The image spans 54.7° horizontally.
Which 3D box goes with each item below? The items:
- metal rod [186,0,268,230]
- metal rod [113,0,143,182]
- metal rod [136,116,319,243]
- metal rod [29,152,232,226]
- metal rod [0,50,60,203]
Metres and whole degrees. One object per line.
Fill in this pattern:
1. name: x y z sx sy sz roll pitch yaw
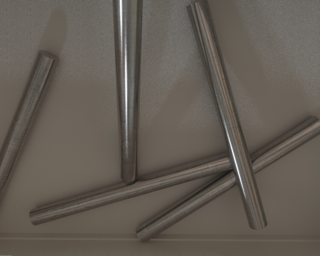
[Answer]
1. metal rod: 0.089 -0.006 0.391 0.025 0.025 0.298 -17 103 6
2. metal rod: -0.034 -0.037 0.330 0.025 0.025 0.298 4 136 -2
3. metal rod: 0.092 0.078 0.440 0.300 0.025 0.025 -35 107 12
4. metal rod: -0.042 0.088 0.442 0.301 0.025 0.025 -17 109 6
5. metal rod: -0.205 0.035 0.422 0.025 0.025 0.298 26 108 -10
